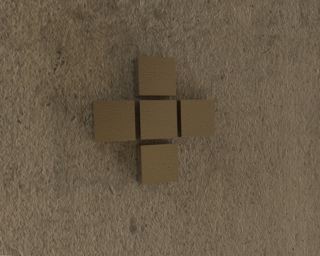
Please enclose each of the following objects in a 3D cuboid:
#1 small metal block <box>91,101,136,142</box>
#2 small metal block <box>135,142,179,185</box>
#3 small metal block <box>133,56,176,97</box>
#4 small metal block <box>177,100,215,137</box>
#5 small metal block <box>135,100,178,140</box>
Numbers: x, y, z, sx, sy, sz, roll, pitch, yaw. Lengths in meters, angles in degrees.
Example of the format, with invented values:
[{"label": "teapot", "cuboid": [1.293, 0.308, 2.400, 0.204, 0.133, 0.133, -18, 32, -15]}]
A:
[{"label": "small metal block", "cuboid": [-0.059, -0.009, 0.389, 0.050, 0.025, 0.050, -2, 91, -20]}, {"label": "small metal block", "cuboid": [-0.004, 0.046, 0.410, 0.050, 0.025, 0.050, -2, 91, -20]}, {"label": "small metal block", "cuboid": [-0.007, -0.067, 0.408, 0.050, 0.025, 0.050, -2, 91, -20]}, {"label": "small metal block", "cuboid": [0.047, -0.013, 0.429, 0.050, 0.025, 0.050, -2, 91, -20]}, {"label": "small metal block", "cuboid": [-0.006, -0.011, 0.409, 0.050, 0.025, 0.050, -2, 91, -20]}]
